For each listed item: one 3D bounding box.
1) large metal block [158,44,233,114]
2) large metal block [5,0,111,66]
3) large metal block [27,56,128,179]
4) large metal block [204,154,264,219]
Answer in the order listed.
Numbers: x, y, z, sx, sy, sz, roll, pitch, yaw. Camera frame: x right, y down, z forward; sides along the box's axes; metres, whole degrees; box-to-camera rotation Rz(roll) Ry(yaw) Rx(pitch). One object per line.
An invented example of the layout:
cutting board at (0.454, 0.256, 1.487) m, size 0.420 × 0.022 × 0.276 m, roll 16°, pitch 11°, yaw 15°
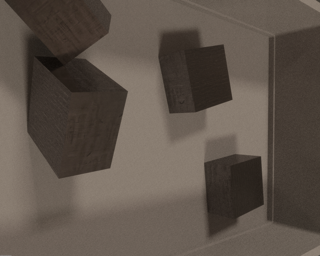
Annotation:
large metal block at (0.051, -0.069, 0.436) m, size 0.081 × 0.050 × 0.079 m, roll -20°, pitch 103°, yaw -39°
large metal block at (-0.092, -0.116, 0.287) m, size 0.050 × 0.080 × 0.080 m, roll -33°, pitch 119°, yaw 12°
large metal block at (-0.080, -0.013, 0.286) m, size 0.050 × 0.080 × 0.079 m, roll -7°, pitch 124°, yaw -40°
large metal block at (0.119, 0.089, 0.493) m, size 0.081 × 0.050 × 0.079 m, roll -8°, pitch 96°, yaw -40°
